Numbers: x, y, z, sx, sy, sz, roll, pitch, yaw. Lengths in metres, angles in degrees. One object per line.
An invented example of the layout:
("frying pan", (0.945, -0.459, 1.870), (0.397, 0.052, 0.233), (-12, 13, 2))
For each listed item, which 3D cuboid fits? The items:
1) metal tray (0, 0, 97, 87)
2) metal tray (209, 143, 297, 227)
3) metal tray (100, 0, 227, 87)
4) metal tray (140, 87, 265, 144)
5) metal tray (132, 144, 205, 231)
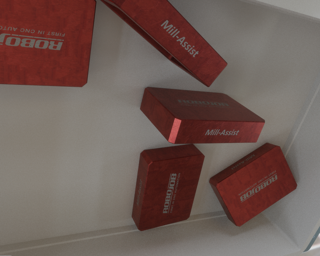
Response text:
("metal tray", (-0.130, -0.086, 0.281), (0.131, 0.030, 0.089), (-2, 119, -28))
("metal tray", (0.161, 0.096, 0.532), (0.131, 0.030, 0.090), (-30, 103, -9))
("metal tray", (-0.001, -0.099, 0.305), (0.130, 0.090, 0.030), (32, 100, -39))
("metal tray", (0.052, -0.016, 0.386), (0.131, 0.090, 0.030), (1, 118, -29))
("metal tray", (0.010, 0.090, 0.469), (0.091, 0.030, 0.129), (-6, 121, -26))
